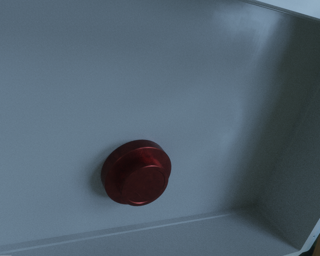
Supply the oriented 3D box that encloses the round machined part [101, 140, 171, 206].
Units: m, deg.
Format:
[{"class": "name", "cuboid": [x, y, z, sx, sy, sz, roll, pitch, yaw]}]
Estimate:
[{"class": "round machined part", "cuboid": [-0.028, 0.068, 0.426, 0.099, 0.042, 0.097, -14, 125, -21]}]
